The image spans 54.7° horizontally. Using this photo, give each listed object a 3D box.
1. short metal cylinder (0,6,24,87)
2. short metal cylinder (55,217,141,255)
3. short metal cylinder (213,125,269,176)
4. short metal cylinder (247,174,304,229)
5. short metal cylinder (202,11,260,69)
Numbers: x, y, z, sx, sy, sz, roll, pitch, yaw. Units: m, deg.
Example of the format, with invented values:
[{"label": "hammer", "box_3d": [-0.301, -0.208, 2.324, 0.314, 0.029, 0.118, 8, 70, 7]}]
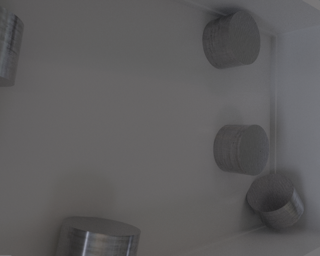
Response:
[{"label": "short metal cylinder", "box_3d": [-0.154, -0.066, 0.242, 0.081, 0.080, 0.050, 11, 83, -40]}, {"label": "short metal cylinder", "box_3d": [-0.064, 0.125, 0.318, 0.081, 0.080, 0.050, 17, 80, -39]}, {"label": "short metal cylinder", "box_3d": [0.132, 0.034, 0.501, 0.081, 0.050, 0.080, 0, 90, -40]}, {"label": "short metal cylinder", "box_3d": [0.200, 0.127, 0.539, 0.080, 0.080, 0.050, -52, 121, -27]}, {"label": "short metal cylinder", "box_3d": [0.112, -0.135, 0.484, 0.081, 0.050, 0.080, 0, 90, -40]}]
